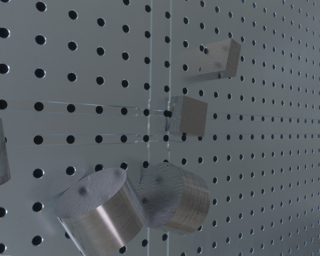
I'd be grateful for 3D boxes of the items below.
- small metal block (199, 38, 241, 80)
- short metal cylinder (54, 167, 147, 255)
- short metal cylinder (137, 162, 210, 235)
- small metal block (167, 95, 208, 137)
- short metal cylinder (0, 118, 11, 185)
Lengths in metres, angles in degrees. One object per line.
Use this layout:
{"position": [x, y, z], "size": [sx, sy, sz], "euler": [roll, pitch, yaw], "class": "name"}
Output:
{"position": [0.091, -0.103, 0.470], "size": [0.025, 0.050, 0.050], "euler": [20, 77, -39], "class": "small metal block"}
{"position": [-0.061, 0.085, 0.323], "size": [0.080, 0.080, 0.050], "euler": [-38, 114, -34], "class": "short metal cylinder"}
{"position": [0.015, 0.088, 0.387], "size": [0.050, 0.080, 0.080], "euler": [29, 72, -37], "class": "short metal cylinder"}
{"position": [0.040, -0.016, 0.443], "size": [0.050, 0.025, 0.050], "euler": [12, 82, -39], "class": "small metal block"}
{"position": [-0.162, 0.022, 0.238], "size": [0.081, 0.080, 0.050], "euler": [-11, 97, -40], "class": "short metal cylinder"}
